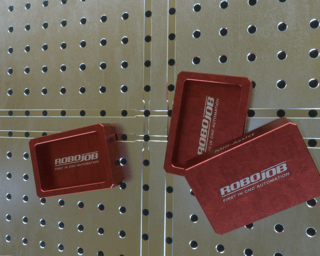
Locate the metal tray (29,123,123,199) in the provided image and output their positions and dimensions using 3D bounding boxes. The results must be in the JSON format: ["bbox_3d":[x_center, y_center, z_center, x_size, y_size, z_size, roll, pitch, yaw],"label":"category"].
[{"bbox_3d":[-0.125,0.049,0.454,0.130,0.030,0.090,-12,86,19],"label":"metal tray"}]

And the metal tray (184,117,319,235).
[{"bbox_3d":[0.104,0.055,0.352,0.130,0.030,0.090,-27,99,12],"label":"metal tray"}]

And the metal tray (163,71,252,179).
[{"bbox_3d":[0.060,-0.001,0.388,0.090,0.030,0.129,9,93,19],"label":"metal tray"}]
